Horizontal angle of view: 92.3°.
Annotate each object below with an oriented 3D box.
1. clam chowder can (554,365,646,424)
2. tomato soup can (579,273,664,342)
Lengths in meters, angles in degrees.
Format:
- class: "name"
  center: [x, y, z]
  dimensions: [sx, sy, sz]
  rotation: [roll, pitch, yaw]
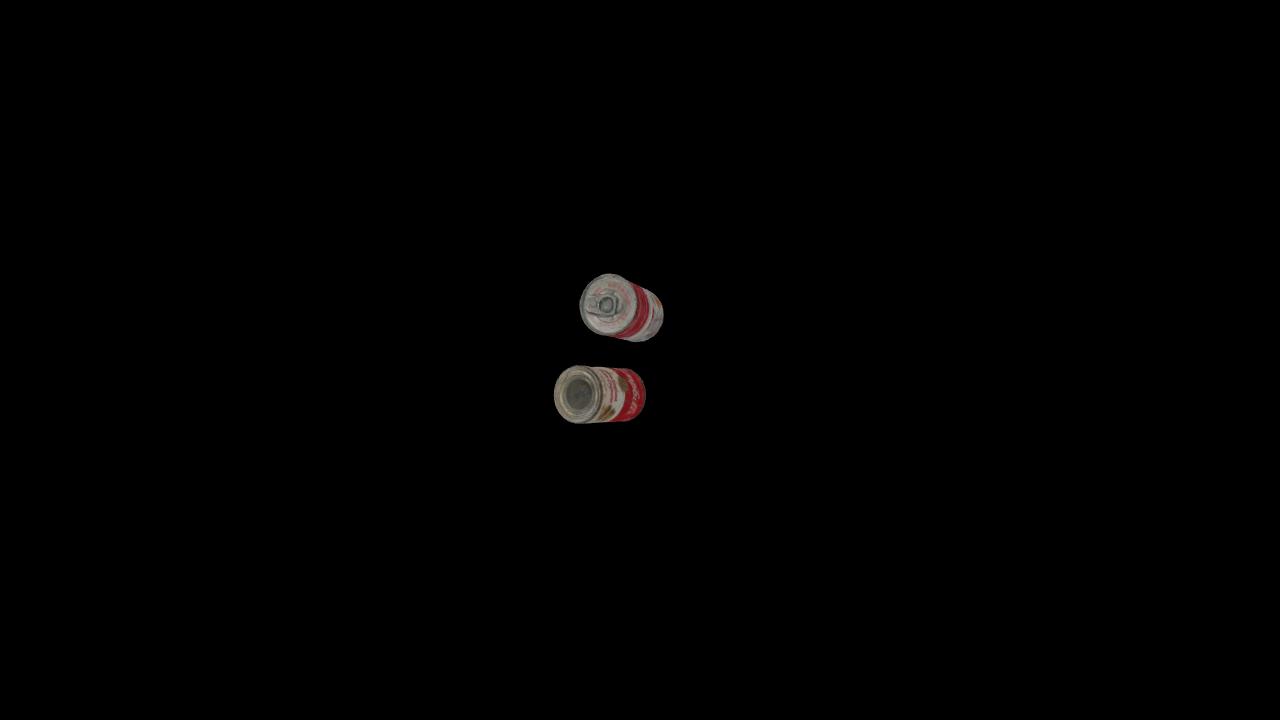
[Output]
- class: "clam chowder can"
  center: [-0.047, 0.041, 0.729]
  dimensions: [0.068, 0.068, 0.102]
  rotation: [0, -3, 30]
- class: "tomato soup can"
  center: [-0.017, -0.057, 0.706]
  dimensions: [0.068, 0.068, 0.101]
  rotation: [0, -3, 20]
